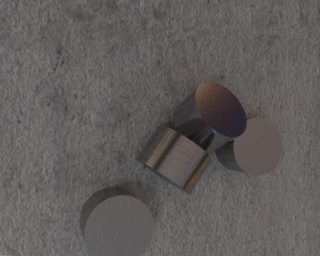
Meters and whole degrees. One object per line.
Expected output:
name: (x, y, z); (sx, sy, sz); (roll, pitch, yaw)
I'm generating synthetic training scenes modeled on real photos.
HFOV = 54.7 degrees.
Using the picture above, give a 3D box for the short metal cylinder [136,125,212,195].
short metal cylinder: (0.017, 0.040, 0.387); (0.080, 0.080, 0.050); (37, 79, -17)

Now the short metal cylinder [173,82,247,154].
short metal cylinder: (0.065, -0.013, 0.403); (0.081, 0.050, 0.080); (17, 54, -25)

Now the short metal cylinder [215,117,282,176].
short metal cylinder: (0.125, 0.025, 0.444); (0.081, 0.050, 0.079); (0, 90, -21)

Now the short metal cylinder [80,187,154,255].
short metal cylinder: (-0.054, 0.117, 0.377); (0.081, 0.050, 0.079); (0, 90, -21)
